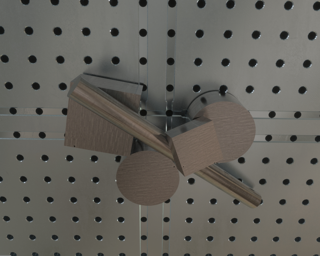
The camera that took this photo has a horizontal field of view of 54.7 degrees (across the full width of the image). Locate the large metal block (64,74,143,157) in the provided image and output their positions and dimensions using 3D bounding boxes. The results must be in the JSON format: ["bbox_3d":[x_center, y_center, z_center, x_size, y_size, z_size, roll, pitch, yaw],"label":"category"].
[{"bbox_3d":[-0.069,-0.017,0.387,0.081,0.050,0.079,10,110,-4],"label":"large metal block"}]

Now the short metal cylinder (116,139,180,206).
[{"bbox_3d":[-0.015,0.056,0.417,0.081,0.050,0.079,0,110,0],"label":"short metal cylinder"}]

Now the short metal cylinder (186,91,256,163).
[{"bbox_3d":[0.075,-0.002,0.396,0.081,0.050,0.079,0,110,0],"label":"short metal cylinder"}]

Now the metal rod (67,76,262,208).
[{"bbox_3d":[0.025,0.031,0.384,0.301,0.025,0.025,33,107,-27],"label":"metal rod"}]

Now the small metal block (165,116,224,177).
[{"bbox_3d":[0.039,0.020,0.357,0.050,0.025,0.050,-23,109,-11],"label":"small metal block"}]
